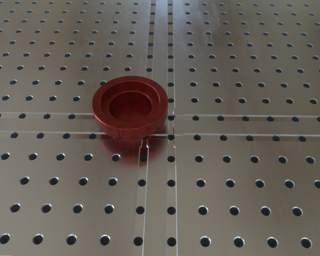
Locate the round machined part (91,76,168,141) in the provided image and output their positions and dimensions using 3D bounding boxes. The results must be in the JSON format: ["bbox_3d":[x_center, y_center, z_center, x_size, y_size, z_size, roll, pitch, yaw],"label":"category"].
[{"bbox_3d":[-0.039,-0.022,0.415,0.099,0.042,0.098,0,50,0],"label":"round machined part"}]
